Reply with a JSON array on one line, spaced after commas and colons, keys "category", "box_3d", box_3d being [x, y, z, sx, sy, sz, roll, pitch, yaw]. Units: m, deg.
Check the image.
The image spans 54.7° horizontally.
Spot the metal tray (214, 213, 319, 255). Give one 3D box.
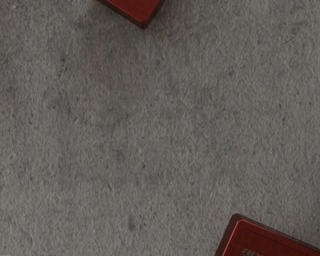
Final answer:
[{"category": "metal tray", "box_3d": [0.143, 0.181, 0.409, 0.131, 0.030, 0.090, 23, 90, -1]}]

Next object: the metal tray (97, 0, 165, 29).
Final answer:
[{"category": "metal tray", "box_3d": [-0.023, -0.210, 0.407, 0.090, 0.030, 0.130, 33, 90, -1]}]
